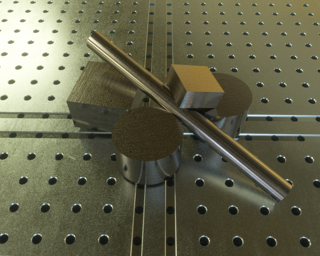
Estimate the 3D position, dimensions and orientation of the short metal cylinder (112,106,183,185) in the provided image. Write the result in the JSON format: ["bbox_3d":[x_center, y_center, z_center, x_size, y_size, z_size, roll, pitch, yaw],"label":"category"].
[{"bbox_3d":[-0.014,0.020,0.369,0.081,0.050,0.080,0,50,0],"label":"short metal cylinder"}]

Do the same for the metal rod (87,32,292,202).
[{"bbox_3d":[0.026,-0.021,0.375,0.300,0.025,0.025,40,60,12],"label":"metal rod"}]

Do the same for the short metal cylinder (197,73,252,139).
[{"bbox_3d":[0.076,-0.028,0.411,0.081,0.050,0.080,0,50,0],"label":"short metal cylinder"}]

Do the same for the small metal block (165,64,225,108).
[{"bbox_3d":[0.041,-0.050,0.371,0.050,0.025,0.050,-2,47,-25],"label":"small metal block"}]

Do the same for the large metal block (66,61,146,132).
[{"bbox_3d":[-0.068,-0.042,0.419,0.080,0.050,0.080,9,51,7],"label":"large metal block"}]
